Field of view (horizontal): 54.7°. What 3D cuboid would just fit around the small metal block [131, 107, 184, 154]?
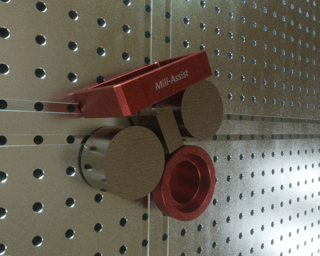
[{"bbox_3d":[-0.004,0.003,0.384,0.025,0.050,0.050,-32,110,-36],"label":"small metal block"}]

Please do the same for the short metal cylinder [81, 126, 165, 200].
[{"bbox_3d":[-0.042,0.037,0.353,0.081,0.050,0.079,0,90,-40],"label":"short metal cylinder"}]

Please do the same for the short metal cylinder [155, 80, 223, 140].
[{"bbox_3d":[0.041,-0.024,0.422,0.081,0.050,0.079,0,90,-40],"label":"short metal cylinder"}]

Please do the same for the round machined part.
[{"bbox_3d":[0.027,0.071,0.416,0.099,0.042,0.097,0,90,-40],"label":"round machined part"}]

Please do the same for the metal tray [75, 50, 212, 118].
[{"bbox_3d":[-0.016,-0.050,0.347,0.131,0.090,0.030,-29,109,-36],"label":"metal tray"}]
